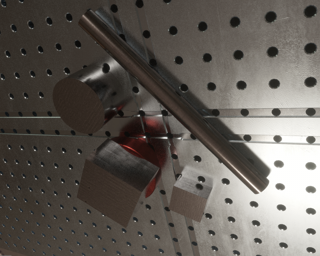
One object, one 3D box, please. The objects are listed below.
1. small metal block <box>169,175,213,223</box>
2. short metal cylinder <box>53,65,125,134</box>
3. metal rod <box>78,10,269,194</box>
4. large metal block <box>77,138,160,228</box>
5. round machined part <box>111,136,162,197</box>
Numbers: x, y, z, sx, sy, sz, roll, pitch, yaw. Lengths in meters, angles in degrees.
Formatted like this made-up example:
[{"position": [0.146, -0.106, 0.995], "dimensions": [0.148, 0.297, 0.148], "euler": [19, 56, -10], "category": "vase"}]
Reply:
[{"position": [0.044, 0.103, 0.451], "dimensions": [0.050, 0.025, 0.050], "euler": [20, 126, 16], "category": "small metal block"}, {"position": [-0.096, -0.039, 0.420], "dimensions": [0.080, 0.050, 0.079], "euler": [13, 124, 20], "category": "short metal cylinder"}, {"position": [0.019, -0.030, 0.381], "dimensions": [0.300, 0.025, 0.025], "euler": [44, 129, -3], "category": "metal rod"}, {"position": [-0.058, 0.074, 0.415], "dimensions": [0.080, 0.050, 0.079], "euler": [29, 128, 9], "category": "large metal block"}, {"position": [-0.042, 0.054, 0.454], "dimensions": [0.098, 0.042, 0.097], "euler": [13, 124, 20], "category": "round machined part"}]
